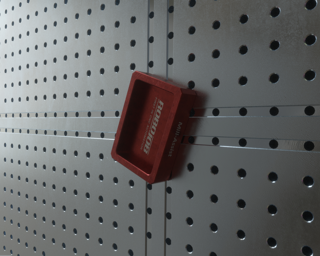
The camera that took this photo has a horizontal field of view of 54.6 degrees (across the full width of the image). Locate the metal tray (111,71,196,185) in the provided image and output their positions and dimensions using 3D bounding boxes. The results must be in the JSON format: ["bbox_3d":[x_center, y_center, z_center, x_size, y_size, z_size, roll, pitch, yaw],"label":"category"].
[{"bbox_3d":[-0.013,-0.002,0.417,0.090,0.030,0.129,27,107,36],"label":"metal tray"}]
